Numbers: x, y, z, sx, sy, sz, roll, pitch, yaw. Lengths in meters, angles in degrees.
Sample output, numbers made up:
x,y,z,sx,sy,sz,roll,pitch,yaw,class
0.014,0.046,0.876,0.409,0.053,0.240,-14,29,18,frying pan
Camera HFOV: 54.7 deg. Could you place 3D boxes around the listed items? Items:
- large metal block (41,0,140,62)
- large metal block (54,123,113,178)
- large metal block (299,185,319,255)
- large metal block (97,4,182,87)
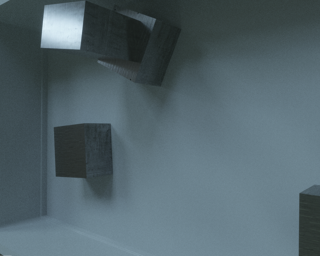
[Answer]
x,y,z,sx,sy,sz,roll,pitch,yaw,class
-0.084,-0.114,0.375,0.080,0.081,0.050,14,99,39,large metal block
-0.122,0.035,0.492,0.080,0.050,0.080,-5,87,40,large metal block
0.164,0.095,0.255,0.080,0.050,0.080,1,91,40,large metal block
-0.030,-0.110,0.415,0.080,0.050,0.079,33,110,35,large metal block
